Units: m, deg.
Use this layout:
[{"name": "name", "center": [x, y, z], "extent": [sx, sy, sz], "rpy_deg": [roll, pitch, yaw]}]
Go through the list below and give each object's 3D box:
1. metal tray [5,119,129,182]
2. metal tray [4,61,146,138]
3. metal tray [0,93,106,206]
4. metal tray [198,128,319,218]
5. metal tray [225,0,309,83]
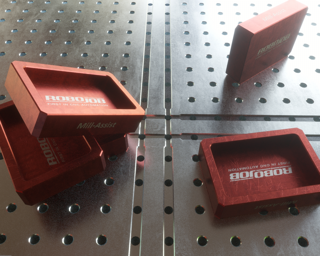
[{"name": "metal tray", "center": [-0.117, 0.011, 0.393], "extent": [0.131, 0.030, 0.090], "rpy_deg": [-22, 54, -18]}, {"name": "metal tray", "center": [-0.091, -0.032, 0.350], "extent": [0.131, 0.030, 0.090], "rpy_deg": [-3, 43, -47]}, {"name": "metal tray", "center": [-0.130, 0.012, 0.352], "extent": [0.091, 0.030, 0.130], "rpy_deg": [-25, 55, -21]}, {"name": "metal tray", "center": [0.119, 0.049, 0.364], "extent": [0.131, 0.030, 0.090], "rpy_deg": [-7, 50, -6]}, {"name": "metal tray", "center": [0.164, -0.135, 0.480], "extent": [0.131, 0.089, 0.030], "rpy_deg": [-31, 57, -24]}]
